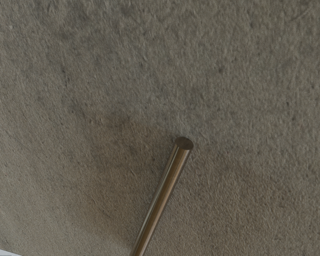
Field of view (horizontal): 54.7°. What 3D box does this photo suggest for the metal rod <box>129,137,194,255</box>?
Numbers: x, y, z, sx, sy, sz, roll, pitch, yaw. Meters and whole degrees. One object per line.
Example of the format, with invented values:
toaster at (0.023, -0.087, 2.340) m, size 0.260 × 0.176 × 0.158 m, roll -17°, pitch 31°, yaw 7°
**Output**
metal rod at (-0.007, 0.132, 0.490) m, size 0.025 × 0.025 × 0.298 m, roll 27°, pitch 128°, yaw 11°
